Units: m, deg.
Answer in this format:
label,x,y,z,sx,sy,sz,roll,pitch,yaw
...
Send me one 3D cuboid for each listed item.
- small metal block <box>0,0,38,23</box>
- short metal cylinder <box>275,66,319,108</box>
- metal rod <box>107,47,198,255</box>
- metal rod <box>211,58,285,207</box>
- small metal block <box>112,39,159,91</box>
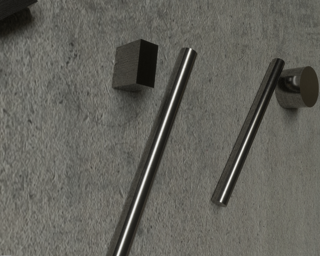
label,x,y,z,sx,sy,sz,roll,pitch,yaw
small metal block,-0.150,-0.124,0.279,0.050,0.025,0.050,-45,117,-30
short metal cylinder,0.274,-0.080,0.618,0.081,0.050,0.079,0,90,-40
metal rod,-0.007,0.029,0.398,0.025,0.025,0.299,31,71,-36
metal rod,0.159,-0.004,0.538,0.025,0.025,0.300,44,64,-32
small metal block,-0.030,-0.071,0.363,0.025,0.050,0.050,10,84,-40
